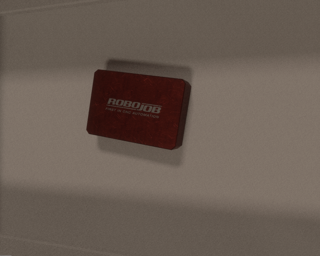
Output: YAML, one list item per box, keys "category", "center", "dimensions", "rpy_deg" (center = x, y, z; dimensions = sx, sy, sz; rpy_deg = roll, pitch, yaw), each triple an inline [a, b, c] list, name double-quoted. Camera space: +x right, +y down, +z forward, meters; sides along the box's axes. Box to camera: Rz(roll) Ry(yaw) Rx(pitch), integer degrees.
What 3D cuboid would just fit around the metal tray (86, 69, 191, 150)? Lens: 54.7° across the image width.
- category: "metal tray"
  center: [-0.030, -0.026, 0.418]
  dimensions: [0.130, 0.030, 0.089]
  rpy_deg: [10, 93, 19]
